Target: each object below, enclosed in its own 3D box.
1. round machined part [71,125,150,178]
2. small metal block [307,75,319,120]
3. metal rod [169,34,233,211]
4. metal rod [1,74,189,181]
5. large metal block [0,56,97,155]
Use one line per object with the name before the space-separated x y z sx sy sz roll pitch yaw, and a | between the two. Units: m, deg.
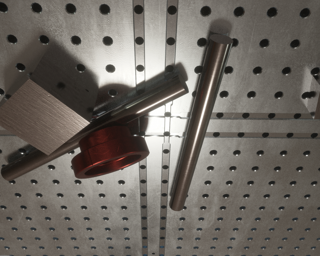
round machined part | -0.067 0.029 0.403 0.099 0.042 0.098 -19 166 -5
small metal block | 0.215 -0.040 0.381 0.050 0.025 0.050 -7 130 5
metal rod | 0.047 0.017 0.427 0.025 0.025 0.298 5 130 -5
metal rod | -0.100 0.008 0.416 0.300 0.025 0.025 -25 126 19
large metal block | -0.137 -0.024 0.373 0.080 0.050 0.080 -34 123 25
